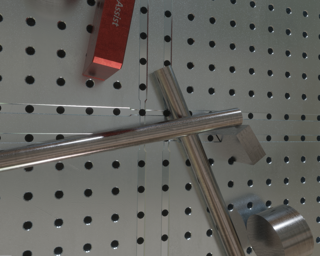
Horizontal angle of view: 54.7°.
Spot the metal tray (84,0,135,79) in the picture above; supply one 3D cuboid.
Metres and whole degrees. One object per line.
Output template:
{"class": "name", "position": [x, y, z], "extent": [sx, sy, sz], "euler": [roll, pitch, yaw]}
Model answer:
{"class": "metal tray", "position": [-0.056, -0.127, 0.357], "extent": [0.030, 0.090, 0.129], "euler": [12, 86, -20]}

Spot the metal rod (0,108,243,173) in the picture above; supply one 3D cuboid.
{"class": "metal rod", "position": [-0.039, 0.012, 0.381], "extent": [0.302, 0.025, 0.025], "euler": [-10, 94, -14]}

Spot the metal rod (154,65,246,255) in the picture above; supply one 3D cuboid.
{"class": "metal rod", "position": [0.059, 0.057, 0.435], "extent": [0.025, 0.025, 0.299], "euler": [-25, 99, -19]}

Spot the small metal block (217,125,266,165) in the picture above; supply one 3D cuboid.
{"class": "small metal block", "position": [0.116, 0.023, 0.444], "extent": [0.025, 0.050, 0.050], "euler": [-36, 102, -17]}

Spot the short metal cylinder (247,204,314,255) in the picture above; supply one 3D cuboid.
{"class": "short metal cylinder", "position": [0.172, 0.157, 0.449], "extent": [0.050, 0.080, 0.080], "euler": [-13, 95, -20]}

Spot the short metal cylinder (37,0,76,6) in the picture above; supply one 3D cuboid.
{"class": "short metal cylinder", "position": [-0.122, -0.189, 0.354], "extent": [0.081, 0.050, 0.079], "euler": [0, 90, -20]}
